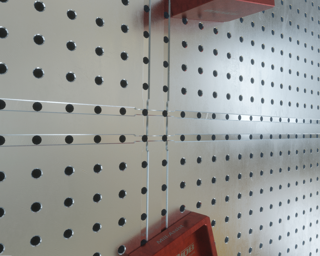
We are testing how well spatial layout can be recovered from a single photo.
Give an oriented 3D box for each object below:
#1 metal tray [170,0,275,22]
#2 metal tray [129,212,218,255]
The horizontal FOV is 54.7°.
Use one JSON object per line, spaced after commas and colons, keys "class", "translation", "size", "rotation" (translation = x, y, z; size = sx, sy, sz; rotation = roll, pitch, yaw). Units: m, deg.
{"class": "metal tray", "translation": [0.091, -0.182, 0.444], "size": [0.131, 0.090, 0.030], "rotation": [-12, 98, -40]}
{"class": "metal tray", "translation": [0.024, 0.186, 0.428], "size": [0.131, 0.030, 0.089], "rotation": [-21, 104, -38]}
